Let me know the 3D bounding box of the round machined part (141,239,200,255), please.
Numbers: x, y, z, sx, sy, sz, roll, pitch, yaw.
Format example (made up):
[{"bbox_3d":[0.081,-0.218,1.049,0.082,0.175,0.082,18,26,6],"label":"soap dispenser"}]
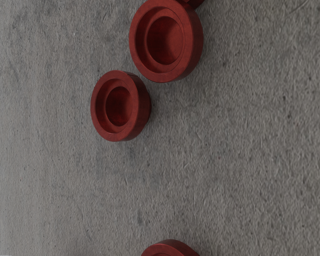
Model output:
[{"bbox_3d":[0.022,0.185,0.376,0.098,0.042,0.097,0,90,40],"label":"round machined part"}]

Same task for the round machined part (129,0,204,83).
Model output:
[{"bbox_3d":[0.011,-0.106,0.376,0.098,0.042,0.097,13,110,38],"label":"round machined part"}]

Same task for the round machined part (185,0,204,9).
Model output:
[{"bbox_3d":[0.018,-0.193,0.379,0.098,0.042,0.097,0,90,40],"label":"round machined part"}]

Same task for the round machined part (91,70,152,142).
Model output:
[{"bbox_3d":[-0.050,-0.030,0.436,0.098,0.042,0.097,0,90,40],"label":"round machined part"}]
